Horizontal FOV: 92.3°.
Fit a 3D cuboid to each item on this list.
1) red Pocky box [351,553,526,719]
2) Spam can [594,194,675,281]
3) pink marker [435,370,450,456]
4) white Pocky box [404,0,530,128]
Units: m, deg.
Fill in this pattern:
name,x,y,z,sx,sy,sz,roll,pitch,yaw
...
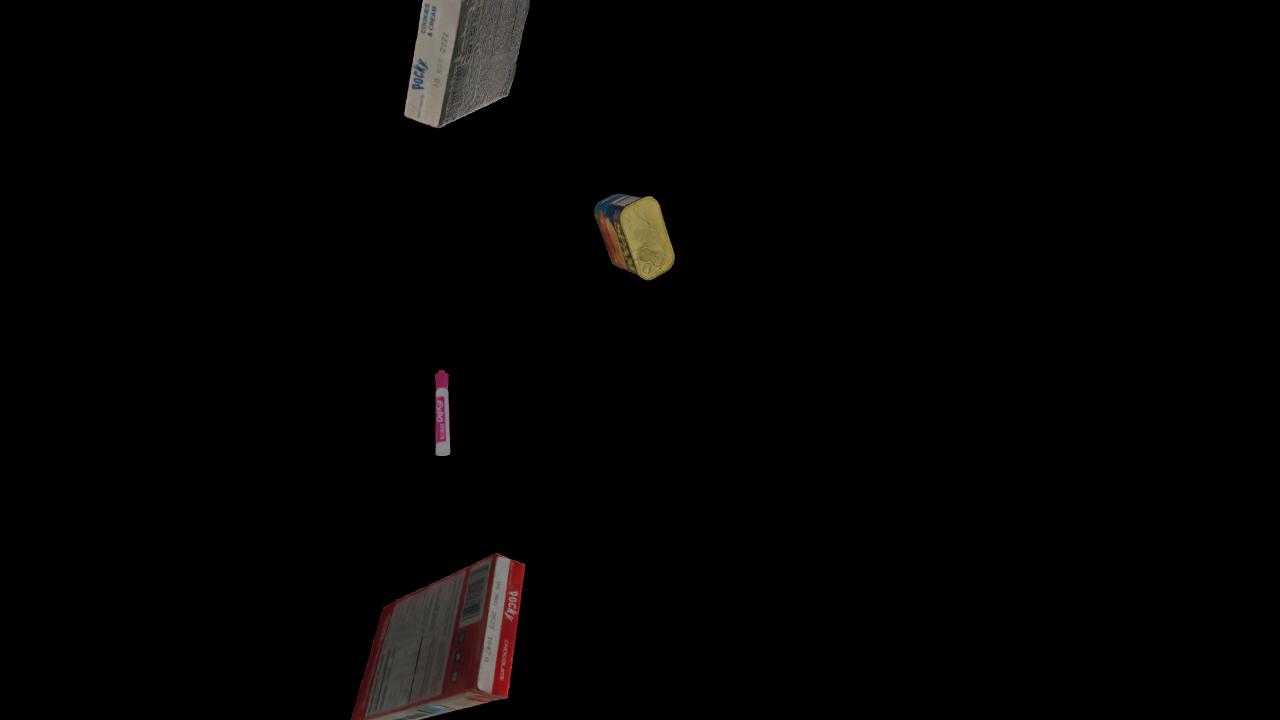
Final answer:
name,x,y,z,sx,sy,sz,roll,pitch,yaw
red Pocky box,-0.137,0.193,0.416,0.155,0.083,0.028,-32,-49,33
Spam can,-0.009,-0.163,0.798,0.058,0.101,0.085,-29,30,-18
pink marker,-0.270,0.070,0.841,0.020,0.121,0.020,-7,-23,-3
white Pocky box,-0.118,-0.222,0.439,0.028,0.084,0.154,20,31,-5
